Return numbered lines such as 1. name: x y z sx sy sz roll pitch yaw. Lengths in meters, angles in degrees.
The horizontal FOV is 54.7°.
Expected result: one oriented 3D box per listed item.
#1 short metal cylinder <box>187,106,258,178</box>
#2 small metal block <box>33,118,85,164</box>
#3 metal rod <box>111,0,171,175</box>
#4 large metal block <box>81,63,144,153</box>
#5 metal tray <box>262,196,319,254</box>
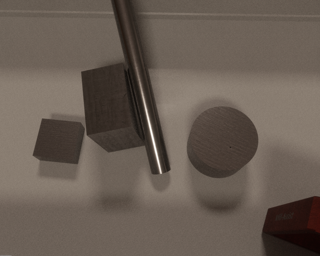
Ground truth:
1. short metal cylinder: 0.076 0.019 0.390 0.081 0.050 0.080 0 70 0
2. small metal block: -0.130 0.018 0.402 0.050 0.025 0.050 6 70 1
3. metal rod: -0.031 -0.090 0.376 0.025 0.025 0.298 -13 96 -5
4. large metal block: -0.056 -0.022 0.384 0.050 0.080 0.080 -11 70 4
5. metal tray: 0.171 0.107 0.317 0.090 0.130 0.030 20 72 7
